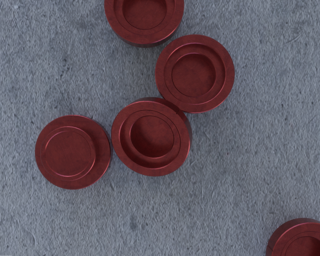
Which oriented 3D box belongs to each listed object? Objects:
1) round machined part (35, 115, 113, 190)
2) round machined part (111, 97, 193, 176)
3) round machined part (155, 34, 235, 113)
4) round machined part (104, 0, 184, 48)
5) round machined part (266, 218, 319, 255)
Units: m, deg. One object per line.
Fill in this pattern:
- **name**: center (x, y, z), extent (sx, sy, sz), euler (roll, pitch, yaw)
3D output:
- **round machined part**: center (-0.113, 0.031, 0.400), extent (0.099, 0.042, 0.097), euler (0, 90, 0)
- **round machined part**: center (-0.008, 0.008, 0.390), extent (0.098, 0.042, 0.097), euler (5, 110, 13)
- **round machined part**: center (0.043, -0.067, 0.402), extent (0.099, 0.042, 0.097), euler (0, 90, 0)
- **round machined part**: center (-0.019, -0.152, 0.401), extent (0.099, 0.042, 0.097), euler (0, 90, 0)
- **round machined part**: center (0.186, 0.165, 0.403), extent (0.099, 0.042, 0.097), euler (0, 90, 0)
